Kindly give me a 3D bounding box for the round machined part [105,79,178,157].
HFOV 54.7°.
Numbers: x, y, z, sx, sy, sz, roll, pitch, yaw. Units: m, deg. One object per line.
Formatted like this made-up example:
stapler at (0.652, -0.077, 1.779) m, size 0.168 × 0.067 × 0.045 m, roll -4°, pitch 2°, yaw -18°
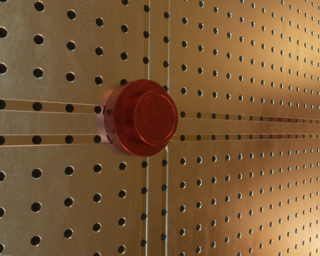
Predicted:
round machined part at (-0.016, -0.012, 0.387) m, size 0.099 × 0.042 × 0.097 m, roll 0°, pitch 90°, yaw -40°
